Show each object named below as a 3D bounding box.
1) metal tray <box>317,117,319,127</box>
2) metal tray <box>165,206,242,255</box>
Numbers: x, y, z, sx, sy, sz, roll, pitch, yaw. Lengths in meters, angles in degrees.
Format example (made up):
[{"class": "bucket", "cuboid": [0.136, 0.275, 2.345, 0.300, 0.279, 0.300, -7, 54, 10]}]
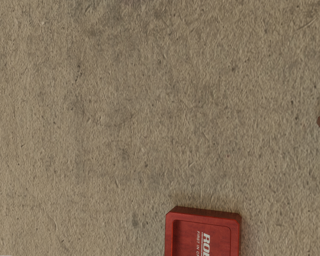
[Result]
[{"class": "metal tray", "cuboid": [0.248, -0.007, 0.319, 0.130, 0.030, 0.090, -34, 79, 16]}, {"class": "metal tray", "cuboid": [0.053, 0.170, 0.387, 0.090, 0.030, 0.129, 2, 91, 20]}]
